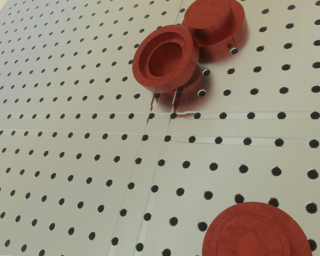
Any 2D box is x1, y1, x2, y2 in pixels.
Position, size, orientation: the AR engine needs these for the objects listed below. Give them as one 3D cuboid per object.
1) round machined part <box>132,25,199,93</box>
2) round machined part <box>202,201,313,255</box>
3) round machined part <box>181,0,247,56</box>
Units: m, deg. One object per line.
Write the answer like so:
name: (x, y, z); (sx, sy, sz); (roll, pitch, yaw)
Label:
round machined part: (0.012, -0.093, 0.443); (0.098, 0.042, 0.098); (-14, 62, 29)
round machined part: (0.085, 0.115, 0.283); (0.098, 0.042, 0.098); (-13, 56, 21)
round machined part: (0.074, -0.157, 0.455); (0.098, 0.042, 0.098); (-13, 56, 21)
